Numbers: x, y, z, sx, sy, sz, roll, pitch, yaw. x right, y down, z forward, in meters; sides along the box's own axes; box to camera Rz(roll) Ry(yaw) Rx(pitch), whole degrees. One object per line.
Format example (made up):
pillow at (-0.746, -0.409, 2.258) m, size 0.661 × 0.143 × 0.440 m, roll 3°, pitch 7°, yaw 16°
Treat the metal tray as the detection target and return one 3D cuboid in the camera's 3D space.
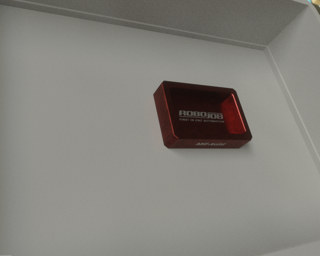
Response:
metal tray at (0.062, -0.017, 0.445) m, size 0.131 × 0.030 × 0.090 m, roll 2°, pitch 61°, yaw -27°
